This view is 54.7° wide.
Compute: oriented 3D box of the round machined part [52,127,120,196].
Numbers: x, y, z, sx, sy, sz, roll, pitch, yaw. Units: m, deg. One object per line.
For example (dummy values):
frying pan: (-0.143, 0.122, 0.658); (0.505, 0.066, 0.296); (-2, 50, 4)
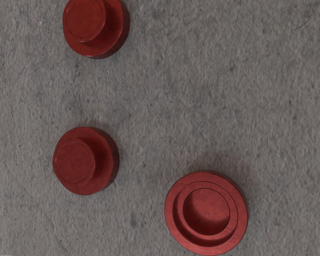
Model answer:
round machined part: (-0.111, 0.047, 0.438); (0.098, 0.042, 0.097); (0, 90, 19)

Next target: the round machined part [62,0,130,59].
round machined part: (-0.095, -0.149, 0.432); (0.098, 0.042, 0.097); (0, 90, 19)

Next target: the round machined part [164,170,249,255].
round machined part: (0.058, 0.099, 0.379); (0.098, 0.042, 0.097); (0, 90, 19)
